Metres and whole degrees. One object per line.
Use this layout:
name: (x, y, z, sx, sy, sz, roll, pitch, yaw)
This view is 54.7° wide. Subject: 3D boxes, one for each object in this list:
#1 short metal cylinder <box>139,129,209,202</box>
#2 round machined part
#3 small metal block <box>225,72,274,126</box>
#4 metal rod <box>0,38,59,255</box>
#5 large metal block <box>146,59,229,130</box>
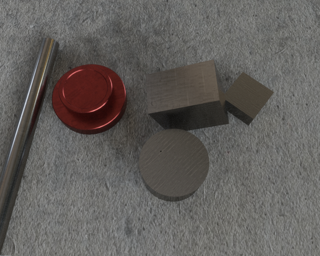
short metal cylinder: (0.016, 0.047, 0.378, 0.081, 0.050, 0.080, 0, 70, 0)
round machined part: (-0.095, -0.044, 0.414, 0.099, 0.042, 0.098, 0, 70, -1)
small metal block: (0.118, -0.040, 0.424, 0.050, 0.025, 0.050, 37, 74, 12)
metal rod: (-0.178, 0.015, 0.400, 0.025, 0.025, 0.299, 7, 70, 2)
large metal block: (0.036, -0.034, 0.380, 0.080, 0.080, 0.050, -10, 69, 16)
